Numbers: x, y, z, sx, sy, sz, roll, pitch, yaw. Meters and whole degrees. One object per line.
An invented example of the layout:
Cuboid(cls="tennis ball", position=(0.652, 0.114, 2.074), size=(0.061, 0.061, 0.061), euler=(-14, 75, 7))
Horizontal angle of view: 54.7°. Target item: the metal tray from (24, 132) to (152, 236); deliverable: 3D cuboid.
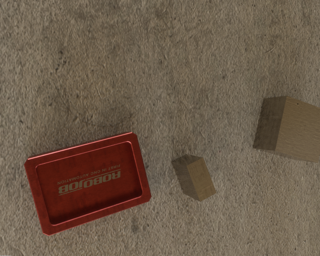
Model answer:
Cuboid(cls="metal tray", position=(-0.084, 0.063, 0.375), size=(0.131, 0.030, 0.089), euler=(-15, 95, -20))

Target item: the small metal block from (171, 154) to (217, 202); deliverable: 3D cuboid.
Cuboid(cls="small metal block", position=(0.044, 0.065, 0.412), size=(0.025, 0.050, 0.050), euler=(-24, 98, -18))

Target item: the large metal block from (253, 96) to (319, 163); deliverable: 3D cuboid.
Cuboid(cls="large metal block", position=(0.197, 0.003, 0.468), size=(0.081, 0.050, 0.080), euler=(16, 85, -20))
